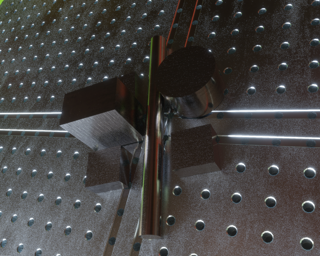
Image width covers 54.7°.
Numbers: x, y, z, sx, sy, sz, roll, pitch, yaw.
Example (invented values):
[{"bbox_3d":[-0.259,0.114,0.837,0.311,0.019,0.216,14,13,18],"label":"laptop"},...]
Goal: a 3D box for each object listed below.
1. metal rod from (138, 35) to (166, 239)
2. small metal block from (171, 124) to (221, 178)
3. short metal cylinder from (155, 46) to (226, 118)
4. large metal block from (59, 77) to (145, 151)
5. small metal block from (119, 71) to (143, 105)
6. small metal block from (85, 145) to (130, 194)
[{"bbox_3d":[-0.007,-0.009,0.416,0.025,0.025,0.299,-12,57,21],"label":"metal rod"},{"bbox_3d":[0.042,0.027,0.368,0.050,0.025,0.050,-14,56,20],"label":"small metal block"},{"bbox_3d":[0.040,-0.060,0.406,0.080,0.050,0.080,-13,56,20],"label":"short metal cylinder"},{"bbox_3d":[-0.073,-0.015,0.417,0.080,0.080,0.050,-14,56,20],"label":"large metal block"},{"bbox_3d":[-0.054,-0.051,0.466,0.050,0.025,0.050,-16,55,18],"label":"small metal block"},{"bbox_3d":[-0.068,0.055,0.409,0.050,0.025,0.050,-14,56,19],"label":"small metal block"}]
